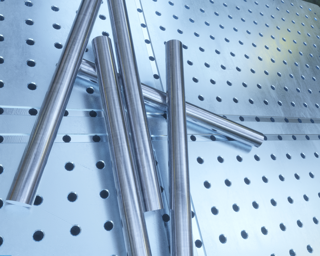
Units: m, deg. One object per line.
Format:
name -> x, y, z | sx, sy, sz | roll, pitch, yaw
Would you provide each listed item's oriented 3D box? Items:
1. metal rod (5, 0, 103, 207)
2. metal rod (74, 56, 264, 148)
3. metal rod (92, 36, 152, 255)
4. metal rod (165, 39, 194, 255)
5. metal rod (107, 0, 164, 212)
metal rod -> -0.110, -0.061, 0.359 | 0.025, 0.025, 0.300 | 19, 63, -17
metal rod -> 0.016, -0.033, 0.436 | 0.302, 0.025, 0.025 | 21, 54, -16
metal rod -> -0.044, 0.028, 0.348 | 0.025, 0.025, 0.299 | -2, 68, -29
metal rod -> 0.022, 0.018, 0.385 | 0.025, 0.025, 0.299 | 10, 65, -23
metal rod -> -0.035, -0.048, 0.389 | 0.025, 0.025, 0.299 | -2, 72, -29
